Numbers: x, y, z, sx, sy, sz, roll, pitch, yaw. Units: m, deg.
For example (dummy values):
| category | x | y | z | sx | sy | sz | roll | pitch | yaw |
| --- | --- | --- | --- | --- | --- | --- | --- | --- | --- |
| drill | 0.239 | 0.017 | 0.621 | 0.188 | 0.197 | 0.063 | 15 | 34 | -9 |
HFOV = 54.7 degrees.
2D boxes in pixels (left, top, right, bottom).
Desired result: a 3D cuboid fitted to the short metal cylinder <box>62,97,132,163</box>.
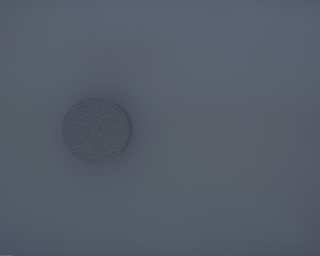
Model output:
| category | x | y | z | sx | sy | sz | roll | pitch | yaw |
| --- | --- | --- | --- | --- | --- | --- | --- | --- | --- |
| short metal cylinder | -0.078 | 0.002 | 0.398 | 0.081 | 0.050 | 0.079 | 0 | 90 | -1 |
